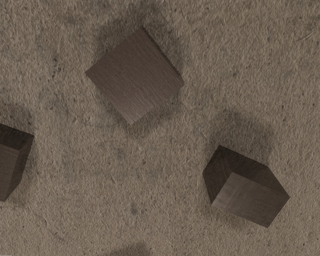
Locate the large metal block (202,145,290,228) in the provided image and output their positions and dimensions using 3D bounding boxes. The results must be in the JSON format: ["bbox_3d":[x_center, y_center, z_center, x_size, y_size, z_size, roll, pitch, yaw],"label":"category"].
[{"bbox_3d":[0.109,0.074,0.409,0.080,0.080,0.050,24,108,-9],"label":"large metal block"}]

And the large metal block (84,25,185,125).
[{"bbox_3d":[-0.028,-0.064,0.372,0.080,0.050,0.080,-36,107,12],"label":"large metal block"}]

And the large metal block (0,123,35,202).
[{"bbox_3d":[-0.224,0.039,0.408,0.080,0.050,0.079,21,109,-8],"label":"large metal block"}]
